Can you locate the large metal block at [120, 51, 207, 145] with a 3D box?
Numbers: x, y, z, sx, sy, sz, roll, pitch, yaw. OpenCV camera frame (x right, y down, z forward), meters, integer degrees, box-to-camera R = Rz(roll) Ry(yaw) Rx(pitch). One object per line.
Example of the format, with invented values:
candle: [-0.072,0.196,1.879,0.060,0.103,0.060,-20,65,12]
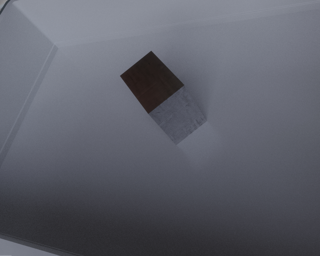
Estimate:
large metal block: [0.005,-0.037,0.391,0.050,0.080,0.080,-39,51,2]
